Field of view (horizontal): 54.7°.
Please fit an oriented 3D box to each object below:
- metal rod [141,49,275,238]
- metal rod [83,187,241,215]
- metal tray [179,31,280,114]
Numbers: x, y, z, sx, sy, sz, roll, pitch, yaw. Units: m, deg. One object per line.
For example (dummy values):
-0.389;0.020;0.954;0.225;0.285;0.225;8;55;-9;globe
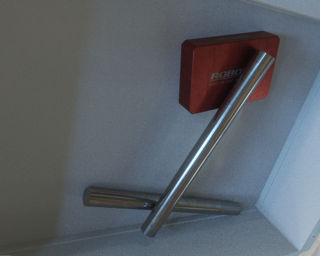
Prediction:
0.057;0.032;0.423;0.025;0.025;0.298;20;109;-36;metal rod
0.023;0.122;0.498;0.302;0.025;0.025;14;111;-35;metal rod
0.091;-0.075;0.411;0.131;0.030;0.089;-13;124;-22;metal tray
